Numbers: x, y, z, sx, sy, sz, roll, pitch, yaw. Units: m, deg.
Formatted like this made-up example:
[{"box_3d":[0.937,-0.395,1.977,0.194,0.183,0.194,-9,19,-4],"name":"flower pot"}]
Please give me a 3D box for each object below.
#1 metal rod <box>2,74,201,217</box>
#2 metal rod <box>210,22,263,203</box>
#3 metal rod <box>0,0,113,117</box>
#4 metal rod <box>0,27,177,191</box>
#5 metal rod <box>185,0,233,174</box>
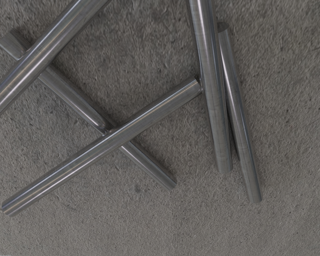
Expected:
[{"box_3d":[-0.079,0.028,0.390,0.300,0.025,0.025,-33,124,10],"name":"metal rod"},{"box_3d":[0.107,0.005,0.411,0.025,0.025,0.299,-15,129,12],"name":"metal rod"},{"box_3d":[-0.090,-0.097,0.299,0.299,0.025,0.025,-38,121,19],"name":"metal rod"},{"box_3d":[-0.073,-0.005,0.402,0.025,0.025,0.300,-29,125,22],"name":"metal rod"},{"box_3d":[0.060,-0.042,0.349,0.025,0.025,0.299,-11,136,9],"name":"metal rod"}]
